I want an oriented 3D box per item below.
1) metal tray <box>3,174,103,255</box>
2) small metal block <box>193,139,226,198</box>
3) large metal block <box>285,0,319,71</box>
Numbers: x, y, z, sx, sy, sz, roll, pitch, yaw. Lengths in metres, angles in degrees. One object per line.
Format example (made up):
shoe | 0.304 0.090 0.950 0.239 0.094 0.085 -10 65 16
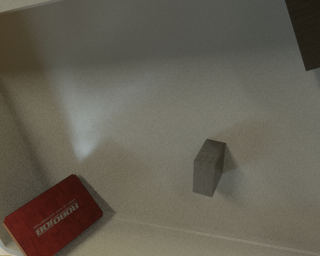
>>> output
metal tray | -0.172 0.148 0.510 0.090 0.131 0.030 54 143 3
small metal block | 0.062 0.049 0.390 0.025 0.050 0.050 12 124 21
large metal block | 0.151 -0.102 0.250 0.080 0.050 0.080 -13 112 33
